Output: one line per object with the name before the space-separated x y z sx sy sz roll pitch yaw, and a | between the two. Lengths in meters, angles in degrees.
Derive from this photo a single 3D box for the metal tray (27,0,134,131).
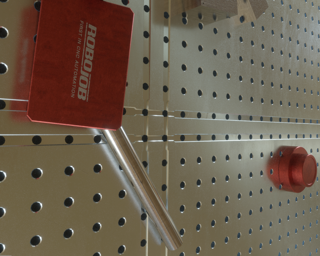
metal tray | -0.080 -0.066 0.319 0.091 0.030 0.129 7 87 -22

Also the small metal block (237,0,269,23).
small metal block | 0.162 -0.223 0.547 0.050 0.025 0.050 -48 119 -30

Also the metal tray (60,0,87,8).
metal tray | -0.067 -0.197 0.311 0.030 0.090 0.129 3 88 -40

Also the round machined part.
round machined part | 0.294 0.087 0.649 0.099 0.042 0.097 0 90 -40

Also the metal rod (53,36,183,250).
metal rod | -0.041 0.033 0.376 0.025 0.025 0.299 -40 115 -33

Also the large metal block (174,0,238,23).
large metal block | 0.066 -0.205 0.450 0.081 0.050 0.079 -6 94 -40
